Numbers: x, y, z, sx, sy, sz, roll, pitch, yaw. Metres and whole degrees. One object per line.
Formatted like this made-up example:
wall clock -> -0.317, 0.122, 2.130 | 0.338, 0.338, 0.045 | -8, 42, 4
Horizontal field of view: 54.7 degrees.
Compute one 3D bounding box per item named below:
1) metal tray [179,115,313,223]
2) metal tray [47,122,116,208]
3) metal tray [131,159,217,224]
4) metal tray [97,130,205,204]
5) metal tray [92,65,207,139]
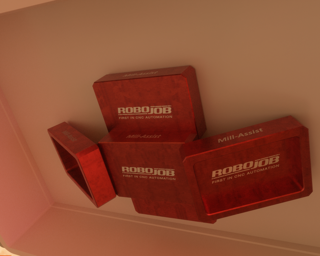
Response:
metal tray -> 0.095, 0.047, 0.342 | 0.131, 0.030, 0.089 | -15, 115, 2
metal tray -> -0.118, 0.050, 0.457 | 0.130, 0.030, 0.089 | 24, 135, 51
metal tray -> 0.016, 0.087, 0.447 | 0.130, 0.030, 0.089 | -1, 118, 28
metal tray -> -0.010, 0.050, 0.400 | 0.130, 0.030, 0.089 | -1, 118, 28
metal tray -> -0.014, -0.026, 0.393 | 0.130, 0.030, 0.089 | -1, 118, 28
